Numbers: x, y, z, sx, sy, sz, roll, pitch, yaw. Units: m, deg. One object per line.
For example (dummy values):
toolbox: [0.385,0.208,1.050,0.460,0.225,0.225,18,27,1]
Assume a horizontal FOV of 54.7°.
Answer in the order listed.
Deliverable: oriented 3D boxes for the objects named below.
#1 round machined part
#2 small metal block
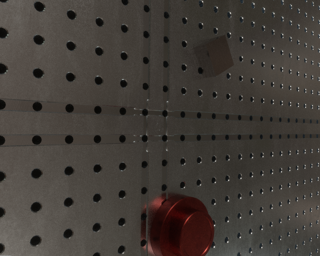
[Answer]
round machined part: [0.038,0.146,0.433,0.099,0.042,0.097,0,90,-40]
small metal block: [0.085,-0.111,0.483,0.050,0.025,0.050,-34,111,-35]
